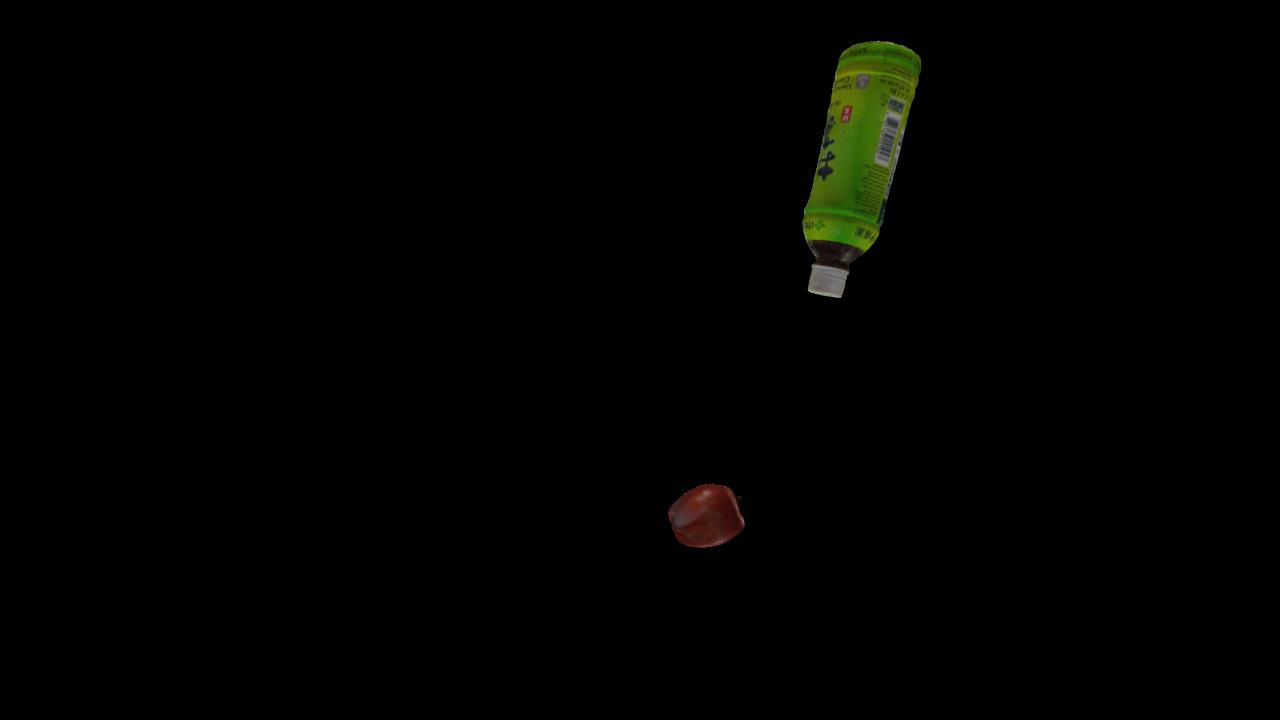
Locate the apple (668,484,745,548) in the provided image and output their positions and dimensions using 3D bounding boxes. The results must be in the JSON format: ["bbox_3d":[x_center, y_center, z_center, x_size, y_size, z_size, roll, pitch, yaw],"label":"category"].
[{"bbox_3d":[0.083,0.191,0.757,0.093,0.079,0.079,-22,0,0],"label":"apple"}]

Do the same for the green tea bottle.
[{"bbox_3d":[0.188,-0.161,0.542,0.073,0.212,0.073,12,3,-1],"label":"green tea bottle"}]
